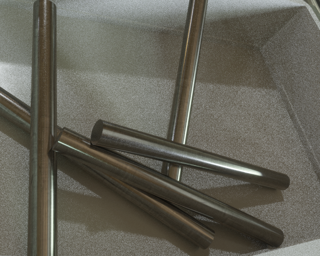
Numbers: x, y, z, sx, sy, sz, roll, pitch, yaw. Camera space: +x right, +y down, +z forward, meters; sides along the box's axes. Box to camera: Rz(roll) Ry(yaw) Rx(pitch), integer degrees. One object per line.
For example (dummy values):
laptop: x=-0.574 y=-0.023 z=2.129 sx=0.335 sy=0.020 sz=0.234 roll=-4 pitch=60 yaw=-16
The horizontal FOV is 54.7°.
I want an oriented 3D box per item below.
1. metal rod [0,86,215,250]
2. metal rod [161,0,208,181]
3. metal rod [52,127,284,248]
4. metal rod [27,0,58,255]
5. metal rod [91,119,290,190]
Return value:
metal rod: x=-0.067 y=0.043 z=0.343 sx=0.301 sy=0.025 sz=0.025 roll=35 pitch=51 yaw=-6
metal rod: x=0.035 y=-0.067 z=0.398 sx=0.025 sy=0.025 sz=0.299 roll=14 pitch=78 yaw=-21
metal rod: x=0.027 y=0.076 z=0.348 sx=0.301 sy=0.025 sz=0.025 roll=28 pitch=52 yaw=-21
metal rod: x=-0.117 y=0.002 z=0.311 sx=0.025 sy=0.025 sz=0.299 roll=3 pitch=70 yaw=-27
metal rod: x=0.061 y=0.042 z=0.375 sx=0.302 sy=0.025 sz=0.025 roll=18 pitch=54 yaw=-33
